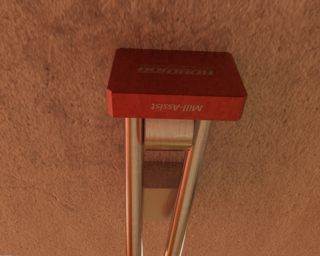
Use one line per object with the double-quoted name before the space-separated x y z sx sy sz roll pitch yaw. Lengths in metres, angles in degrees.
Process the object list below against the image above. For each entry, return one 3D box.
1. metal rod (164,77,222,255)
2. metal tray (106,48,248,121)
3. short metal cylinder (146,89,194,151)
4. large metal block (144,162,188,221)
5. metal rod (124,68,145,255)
"metal rod" 0.037 0.073 0.410 0.025 0.025 0.298 6 115 -6
"metal tray" 0.016 -0.048 0.325 0.131 0.090 0.030 2 130 -2
"short metal cylinder" 0.009 -0.013 0.363 0.050 0.080 0.079 1 130 -2
"large metal block" 0.001 0.098 0.473 0.081 0.050 0.079 1 130 -2
"metal rod" -0.034 0.070 0.408 0.025 0.025 0.298 1 115 -2
